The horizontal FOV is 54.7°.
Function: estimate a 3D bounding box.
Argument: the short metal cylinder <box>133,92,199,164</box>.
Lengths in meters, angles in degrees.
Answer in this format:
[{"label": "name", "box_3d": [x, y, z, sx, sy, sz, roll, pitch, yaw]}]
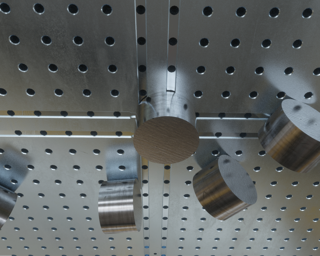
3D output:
[{"label": "short metal cylinder", "box_3d": [0.008, 0.001, 0.396, 0.081, 0.050, 0.079, 0, 130, 0]}]

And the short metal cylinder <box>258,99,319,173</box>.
[{"label": "short metal cylinder", "box_3d": [0.171, 0.009, 0.385, 0.081, 0.080, 0.050, 17, 128, -14]}]

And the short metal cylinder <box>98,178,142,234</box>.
[{"label": "short metal cylinder", "box_3d": [-0.059, 0.120, 0.477, 0.050, 0.080, 0.080, -5, 130, 4]}]

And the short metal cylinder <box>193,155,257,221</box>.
[{"label": "short metal cylinder", "box_3d": [0.094, 0.086, 0.449, 0.080, 0.080, 0.050, 33, 123, -25]}]

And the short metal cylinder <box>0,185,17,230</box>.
[{"label": "short metal cylinder", "box_3d": [-0.269, 0.126, 0.480, 0.080, 0.080, 0.050, -36, 122, 26]}]
